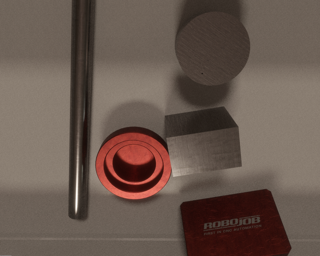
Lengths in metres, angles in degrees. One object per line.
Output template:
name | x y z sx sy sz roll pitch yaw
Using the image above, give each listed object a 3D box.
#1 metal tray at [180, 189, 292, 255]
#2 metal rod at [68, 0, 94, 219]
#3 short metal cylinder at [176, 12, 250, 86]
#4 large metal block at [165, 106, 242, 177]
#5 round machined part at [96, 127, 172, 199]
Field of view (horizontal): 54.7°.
metal tray | 0.099 0.140 0.428 0.131 0.090 0.030 -10 140 3
metal rod | -0.105 -0.012 0.405 0.025 0.025 0.298 6 110 -3
short metal cylinder | 0.059 -0.094 0.364 0.081 0.050 0.079 0 110 -1
large metal block | 0.051 0.014 0.388 0.080 0.080 0.050 -9 110 3
round machined part | -0.034 0.043 0.418 0.099 0.042 0.097 0 110 -1
